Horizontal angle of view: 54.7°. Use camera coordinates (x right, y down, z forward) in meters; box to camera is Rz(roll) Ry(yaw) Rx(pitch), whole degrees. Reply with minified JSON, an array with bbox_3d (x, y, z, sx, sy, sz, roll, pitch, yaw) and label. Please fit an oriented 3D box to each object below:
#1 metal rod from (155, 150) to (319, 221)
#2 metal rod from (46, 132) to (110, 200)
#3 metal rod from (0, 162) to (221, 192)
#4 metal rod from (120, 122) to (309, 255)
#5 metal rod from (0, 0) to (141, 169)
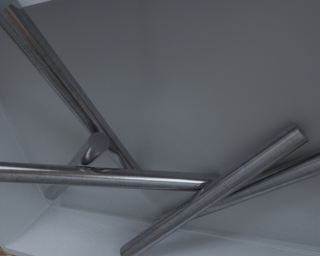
[{"bbox_3d":[0.100,0.087,0.409,0.299,0.025,0.025,-34,100,38],"label":"metal rod"},{"bbox_3d":[-0.138,0.071,0.473,0.025,0.025,0.299,46,144,-4],"label":"metal rod"},{"bbox_3d":[-0.069,0.063,0.391,0.302,0.025,0.025,5,126,-9],"label":"metal rod"},{"bbox_3d":[0.051,0.095,0.395,0.025,0.025,0.299,46,115,-4],"label":"metal rod"},{"bbox_3d":[-0.083,-0.013,0.365,0.025,0.025,0.299,4,145,26],"label":"metal rod"}]
